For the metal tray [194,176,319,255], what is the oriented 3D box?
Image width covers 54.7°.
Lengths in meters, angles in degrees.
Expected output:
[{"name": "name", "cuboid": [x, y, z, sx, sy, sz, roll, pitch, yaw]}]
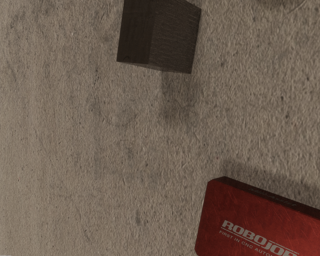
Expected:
[{"name": "metal tray", "cuboid": [0.104, 0.112, 0.315, 0.130, 0.030, 0.089, 16, 100, 38]}]

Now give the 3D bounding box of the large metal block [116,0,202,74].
[{"name": "large metal block", "cuboid": [0.000, -0.111, 0.367, 0.050, 0.081, 0.079, 14, 99, 39]}]
